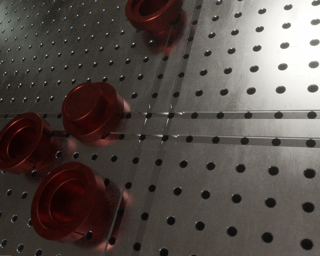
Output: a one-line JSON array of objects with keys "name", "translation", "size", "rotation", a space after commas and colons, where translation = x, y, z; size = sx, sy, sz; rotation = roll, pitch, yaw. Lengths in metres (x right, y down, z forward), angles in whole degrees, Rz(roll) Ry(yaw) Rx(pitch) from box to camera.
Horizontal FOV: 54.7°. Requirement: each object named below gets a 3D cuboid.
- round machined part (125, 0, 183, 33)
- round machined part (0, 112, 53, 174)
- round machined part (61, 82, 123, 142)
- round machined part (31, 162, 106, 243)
[{"name": "round machined part", "translation": [-0.006, -0.200, 0.522], "size": [0.098, 0.042, 0.098], "rotation": [-13, 56, 20]}, {"name": "round machined part", "translation": [-0.210, 0.027, 0.488], "size": [0.098, 0.042, 0.098], "rotation": [-13, 56, 20]}, {"name": "round machined part", "translation": [-0.109, -0.031, 0.471], "size": [0.098, 0.042, 0.098], "rotation": [-13, 56, 20]}, {"name": "round machined part", "translation": [-0.111, 0.096, 0.395], "size": [0.098, 0.042, 0.098], "rotation": [-13, 56, 20]}]
